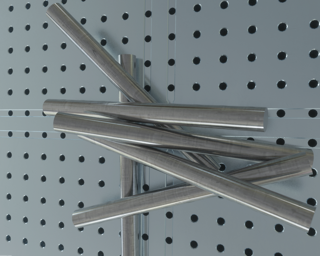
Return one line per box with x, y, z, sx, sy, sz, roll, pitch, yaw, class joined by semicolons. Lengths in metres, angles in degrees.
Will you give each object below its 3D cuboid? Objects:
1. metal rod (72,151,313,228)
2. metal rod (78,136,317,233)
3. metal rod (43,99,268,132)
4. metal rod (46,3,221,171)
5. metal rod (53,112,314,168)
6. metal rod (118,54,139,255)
0.022;0.081;0.376;0.300;0.025;0.025;-18;84;19;metal rod
0.017;0.044;0.361;0.300;0.025;0.025;18;96;30;metal rod
-0.027;-0.019;0.378;0.300;0.025;0.025;5;92;28;metal rod
-0.037;-0.050;0.402;0.300;0.025;0.025;46;104;5;metal rod
0.022;0.014;0.368;0.301;0.025;0.025;8;93;6;metal rod
-0.043;0.050;0.428;0.025;0.025;0.298;-1;90;20;metal rod
